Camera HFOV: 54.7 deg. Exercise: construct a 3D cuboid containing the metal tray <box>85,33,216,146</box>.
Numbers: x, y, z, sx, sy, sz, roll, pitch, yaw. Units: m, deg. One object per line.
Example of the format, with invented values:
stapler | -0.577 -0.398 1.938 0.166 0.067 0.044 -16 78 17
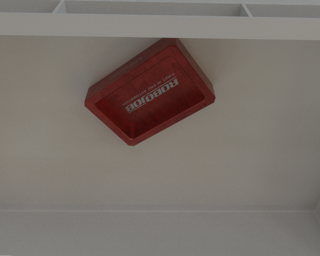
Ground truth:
metal tray | -0.012 -0.039 0.371 0.130 0.030 0.090 -29 125 22
